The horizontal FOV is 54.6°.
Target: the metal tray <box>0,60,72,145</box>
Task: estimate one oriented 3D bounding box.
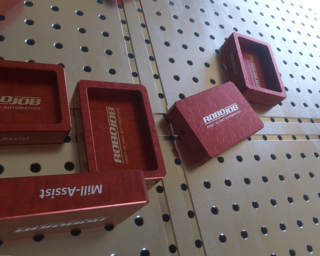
[{"bbox_3d":[-0.168,-0.029,0.331,0.131,0.030,0.090,-1,62,-28],"label":"metal tray"}]

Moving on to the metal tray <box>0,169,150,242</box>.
[{"bbox_3d":[-0.087,0.070,0.276,0.131,0.090,0.030,0,62,-28],"label":"metal tray"}]

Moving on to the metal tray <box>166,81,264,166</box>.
[{"bbox_3d":[0.084,-0.012,0.456,0.131,0.030,0.090,-24,75,-36],"label":"metal tray"}]

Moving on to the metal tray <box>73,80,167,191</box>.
[{"bbox_3d":[-0.051,0.006,0.373,0.091,0.030,0.130,1,61,-28],"label":"metal tray"}]

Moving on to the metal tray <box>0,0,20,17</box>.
[{"bbox_3d":[-0.251,-0.193,0.388,0.130,0.030,0.090,29,52,-10],"label":"metal tray"}]

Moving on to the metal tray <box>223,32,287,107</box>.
[{"bbox_3d":[0.170,-0.107,0.560,0.091,0.030,0.130,10,58,-23],"label":"metal tray"}]
